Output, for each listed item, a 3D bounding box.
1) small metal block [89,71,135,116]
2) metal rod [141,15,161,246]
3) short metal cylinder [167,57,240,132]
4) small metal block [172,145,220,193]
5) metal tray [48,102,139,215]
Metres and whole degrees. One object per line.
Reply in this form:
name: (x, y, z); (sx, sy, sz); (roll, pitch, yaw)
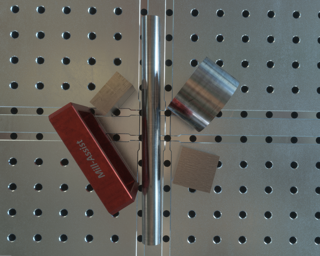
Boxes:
small metal block: (-0.059, -0.042, 0.399); (0.025, 0.050, 0.050); (41, 90, -1)
metal rod: (-0.012, 0.003, 0.413); (0.025, 0.025, 0.298); (0, 90, -1)
short metal cylinder: (0.053, -0.041, 0.386); (0.050, 0.080, 0.080); (38, 90, -1)
small metal block: (0.047, 0.054, 0.415); (0.050, 0.025, 0.050); (15, 90, -1)
metal tray: (-0.075, 0.033, 0.379); (0.030, 0.090, 0.130); (-33, 90, 0)
